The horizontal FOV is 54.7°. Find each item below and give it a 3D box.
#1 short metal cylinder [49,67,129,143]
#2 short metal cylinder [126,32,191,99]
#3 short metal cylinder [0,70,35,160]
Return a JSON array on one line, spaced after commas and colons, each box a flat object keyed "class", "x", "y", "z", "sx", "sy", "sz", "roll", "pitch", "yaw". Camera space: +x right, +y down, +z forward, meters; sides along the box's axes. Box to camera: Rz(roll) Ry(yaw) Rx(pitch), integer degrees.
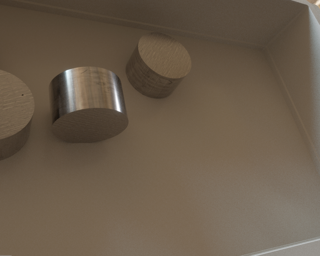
[{"class": "short metal cylinder", "x": -0.079, "y": -0.023, "z": 0.342, "sx": 0.081, "sy": 0.080, "sz": 0.050, "roll": 1, "pitch": 62, "yaw": -28}, {"class": "short metal cylinder", "x": -0.003, "y": -0.089, "z": 0.442, "sx": 0.081, "sy": 0.050, "sz": 0.080, "roll": 14, "pitch": 56, "yaw": -21}, {"class": "short metal cylinder", "x": -0.170, "y": -0.012, "z": 0.306, "sx": 0.081, "sy": 0.050, "sz": 0.080, "roll": 14, "pitch": 56, "yaw": -21}]
